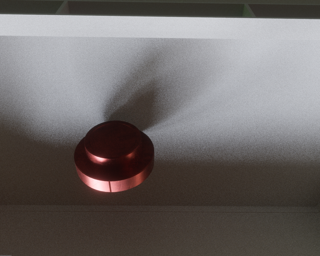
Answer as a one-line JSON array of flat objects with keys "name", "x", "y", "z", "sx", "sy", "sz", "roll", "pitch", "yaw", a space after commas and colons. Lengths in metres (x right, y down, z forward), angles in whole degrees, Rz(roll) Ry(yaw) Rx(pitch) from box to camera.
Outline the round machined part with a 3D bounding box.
[{"name": "round machined part", "x": -0.056, "y": 0.027, "z": 0.384, "sx": 0.099, "sy": 0.098, "sz": 0.042, "roll": 1, "pitch": 130, "yaw": -1}]
